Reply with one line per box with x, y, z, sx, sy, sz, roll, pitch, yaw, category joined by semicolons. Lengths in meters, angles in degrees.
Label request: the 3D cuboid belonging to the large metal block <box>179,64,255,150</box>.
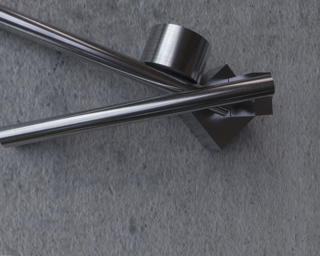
0.075;-0.028;0.424;0.080;0.050;0.080;-43;103;-14;large metal block

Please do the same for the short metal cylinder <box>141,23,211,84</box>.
0.018;-0.087;0.390;0.080;0.080;0.050;22;83;-19;short metal cylinder

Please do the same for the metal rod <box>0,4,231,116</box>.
-0.057;-0.078;0.359;0.302;0.025;0.025;21;83;-8;metal rod

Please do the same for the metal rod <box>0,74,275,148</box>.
-0.026;-0.019;0.345;0.302;0.025;0.025;-11;94;1;metal rod

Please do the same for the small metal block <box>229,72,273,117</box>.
0.111;-0.040;0.383;0.025;0.050;0.050;-4;92;-20;small metal block
